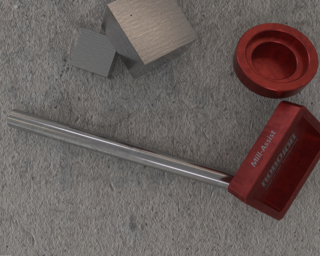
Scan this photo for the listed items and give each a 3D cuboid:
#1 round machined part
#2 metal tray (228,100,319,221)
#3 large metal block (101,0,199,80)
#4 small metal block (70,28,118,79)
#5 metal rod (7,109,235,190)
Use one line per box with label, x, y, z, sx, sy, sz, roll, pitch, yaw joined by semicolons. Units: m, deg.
round machined part;0.141;-0.080;0.392;0.099;0.042;0.098;0;68;-1
metal tray;0.151;0.043;0.385;0.090;0.030;0.130;32;90;-35
large metal block;-0.014;-0.119;0.384;0.080;0.050;0.080;-32;90;-22
small metal block;-0.084;-0.097;0.409;0.050;0.025;0.050;19;90;0
metal rod;-0.049;0.029;0.409;0.302;0.025;0.025;16;90;0
